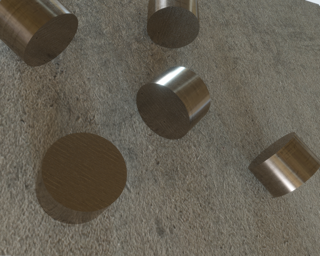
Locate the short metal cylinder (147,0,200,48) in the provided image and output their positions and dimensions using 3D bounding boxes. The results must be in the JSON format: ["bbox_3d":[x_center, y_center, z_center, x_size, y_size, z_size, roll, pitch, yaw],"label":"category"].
[{"bbox_3d":[0.021,-0.172,0.484,0.081,0.080,0.050,14,56,-20],"label":"short metal cylinder"}]

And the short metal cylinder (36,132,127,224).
[{"bbox_3d":[-0.080,0.051,0.313,0.081,0.050,0.080,14,56,-21],"label":"short metal cylinder"}]

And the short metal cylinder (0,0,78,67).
[{"bbox_3d":[-0.144,-0.119,0.363,0.050,0.080,0.080,44,51,2],"label":"short metal cylinder"}]

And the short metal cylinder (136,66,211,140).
[{"bbox_3d":[0.017,-0.032,0.397,0.080,0.080,0.050,45,51,3],"label":"short metal cylinder"}]

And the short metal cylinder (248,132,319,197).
[{"bbox_3d":[0.171,0.050,0.430,0.081,0.080,0.050,-35,82,-38],"label":"short metal cylinder"}]
